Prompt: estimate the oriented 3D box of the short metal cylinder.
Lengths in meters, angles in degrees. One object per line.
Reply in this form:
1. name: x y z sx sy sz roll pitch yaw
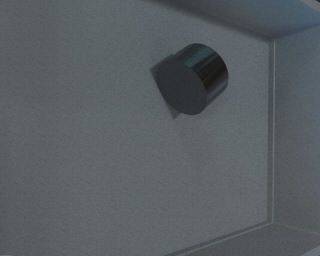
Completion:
1. short metal cylinder: 0.042 -0.064 0.408 0.050 0.080 0.080 -42 116 -32
